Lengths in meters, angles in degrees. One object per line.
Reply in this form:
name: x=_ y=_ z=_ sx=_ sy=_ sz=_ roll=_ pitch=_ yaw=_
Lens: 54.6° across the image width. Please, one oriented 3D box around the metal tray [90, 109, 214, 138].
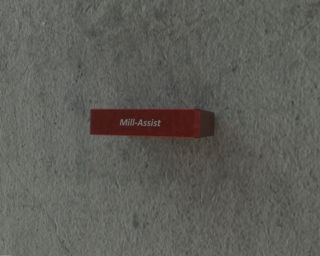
metal tray: x=-0.006 y=-0.006 z=0.377 sx=0.130 sy=0.090 sz=0.030 roll=1 pitch=91 yaw=20
